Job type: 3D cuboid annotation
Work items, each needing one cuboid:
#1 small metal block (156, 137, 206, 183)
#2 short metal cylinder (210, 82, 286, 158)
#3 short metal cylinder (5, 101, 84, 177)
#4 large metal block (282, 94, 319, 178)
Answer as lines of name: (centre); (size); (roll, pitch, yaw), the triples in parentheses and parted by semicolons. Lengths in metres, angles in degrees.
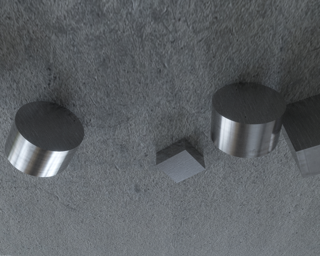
small metal block: (0.030, 0.048, 0.448); (0.050, 0.025, 0.050); (-31, 124, 23)
short metal cylinder: (0.101, -0.011, 0.363); (0.080, 0.080, 0.050); (-3, 130, 2)
short metal cylinder: (-0.141, 0.013, 0.381); (0.080, 0.080, 0.050); (24, 126, -19)
large metal block: (0.198, 0.005, 0.377); (0.080, 0.080, 0.050); (-20, 127, 16)
